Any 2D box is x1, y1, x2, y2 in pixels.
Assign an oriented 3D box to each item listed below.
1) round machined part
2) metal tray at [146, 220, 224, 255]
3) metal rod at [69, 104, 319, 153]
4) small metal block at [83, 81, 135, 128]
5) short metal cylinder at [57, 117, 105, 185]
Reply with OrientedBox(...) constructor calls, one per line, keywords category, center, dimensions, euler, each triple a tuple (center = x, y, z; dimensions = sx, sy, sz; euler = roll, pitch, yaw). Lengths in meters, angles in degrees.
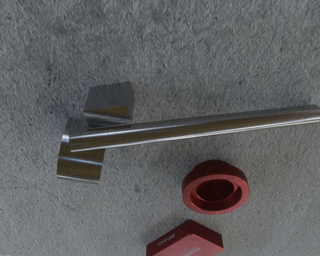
OrientedBox(category="round machined part", center=(0.082, 0.086, 0.470), dimensions=(0.099, 0.042, 0.097), euler=(0, 130, 0))
OrientedBox(category="metal tray", center=(0.046, 0.234, 0.604), dimensions=(0.090, 0.030, 0.129), euler=(33, 123, -25))
OrientedBox(category="metal rod", center=(0.049, -0.002, 0.369), dimensions=(0.302, 0.025, 0.025), euler=(-6, 131, -10))
OrientedBox(category="small metal block", center=(-0.058, -0.028, 0.366), dimensions=(0.050, 0.050, 0.025), euler=(-7, 130, 5))
OrientedBox(category="short metal cylinder", center=(-0.096, 0.029, 0.395), dimensions=(0.050, 0.080, 0.079), euler=(11, 129, -9))
